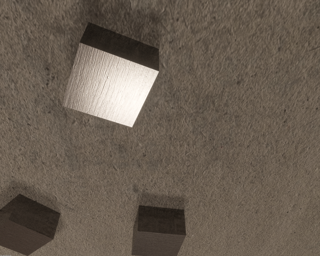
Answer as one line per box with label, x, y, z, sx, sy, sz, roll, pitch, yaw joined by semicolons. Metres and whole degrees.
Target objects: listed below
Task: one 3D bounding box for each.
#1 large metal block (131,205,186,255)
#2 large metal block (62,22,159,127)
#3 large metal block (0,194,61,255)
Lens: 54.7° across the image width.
large metal block;-0.004;0.185;0.549;0.081;0.050;0.079;8;130;-7
large metal block;-0.054;-0.056;0.342;0.081;0.050;0.079;18;128;-15
large metal block;-0.234;0.168;0.530;0.080;0.050;0.080;-37;122;26
